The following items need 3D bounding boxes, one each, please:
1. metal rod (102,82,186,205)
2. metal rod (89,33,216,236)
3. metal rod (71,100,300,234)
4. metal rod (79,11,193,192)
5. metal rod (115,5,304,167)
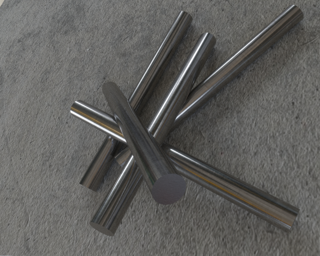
[{"bbox_3d":[-0.036,-0.009,0.350,0.025,0.025,0.300,-41,26,1],"label":"metal rod"},{"bbox_3d":[0.008,-0.017,0.363,0.025,0.025,0.301,6,50,31],"label":"metal rod"},{"bbox_3d":[0.005,0.030,0.358,0.300,0.025,0.025,26,76,29],"label":"metal rod"},{"bbox_3d":[-0.027,-0.049,0.448,0.025,0.025,0.300,16,70,34],"label":"metal rod"},{"bbox_3d":[0.063,-0.052,0.402,0.300,0.025,0.025,-41,51,0],"label":"metal rod"}]
